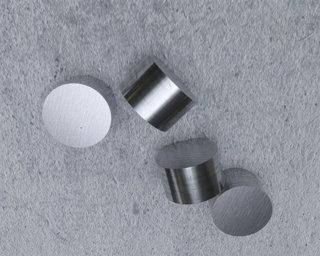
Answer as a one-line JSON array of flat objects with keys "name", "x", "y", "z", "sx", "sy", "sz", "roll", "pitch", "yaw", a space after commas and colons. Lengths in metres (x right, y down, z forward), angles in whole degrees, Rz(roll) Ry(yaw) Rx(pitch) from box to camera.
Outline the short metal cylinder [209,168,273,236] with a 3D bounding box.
[{"name": "short metal cylinder", "x": 0.109, "y": 0.103, "z": 0.435, "sx": 0.081, "sy": 0.050, "sz": 0.079, "roll": 0, "pitch": 110, "yaw": 0}]

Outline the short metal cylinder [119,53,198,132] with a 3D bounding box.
[{"name": "short metal cylinder", "x": -0.001, "y": -0.042, "z": 0.365, "sx": 0.080, "sy": 0.080, "sz": 0.050, "roll": 43, "pitch": 105, "yaw": -14}]

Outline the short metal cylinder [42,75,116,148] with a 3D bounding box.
[{"name": "short metal cylinder", "x": -0.098, "y": -0.022, "z": 0.387, "sx": 0.081, "sy": 0.050, "sz": 0.079, "roll": 0, "pitch": 110, "yaw": 0}]

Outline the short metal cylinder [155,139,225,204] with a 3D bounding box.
[{"name": "short metal cylinder", "x": 0.039, "y": 0.054, "z": 0.400, "sx": 0.080, "sy": 0.080, "sz": 0.050, "roll": -13, "pitch": 110, "yaw": 4}]
